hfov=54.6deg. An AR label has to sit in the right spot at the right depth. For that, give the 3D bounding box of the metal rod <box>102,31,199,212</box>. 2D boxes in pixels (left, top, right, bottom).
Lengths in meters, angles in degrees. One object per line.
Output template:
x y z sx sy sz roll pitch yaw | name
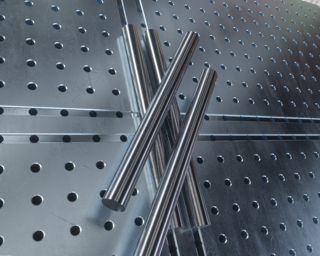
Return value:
0.002 -0.033 0.397 0.025 0.025 0.301 31 52 -9 | metal rod

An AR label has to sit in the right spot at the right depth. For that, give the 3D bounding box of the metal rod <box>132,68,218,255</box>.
0.027 0.029 0.372 0.025 0.025 0.301 30 52 -9 | metal rod

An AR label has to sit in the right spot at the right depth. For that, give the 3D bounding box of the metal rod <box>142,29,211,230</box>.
0.016 -0.016 0.426 0.025 0.025 0.299 1 61 -28 | metal rod

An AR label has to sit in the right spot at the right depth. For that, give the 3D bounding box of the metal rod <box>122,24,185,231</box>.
-0.015 -0.018 0.411 0.025 0.025 0.299 1 61 -28 | metal rod
